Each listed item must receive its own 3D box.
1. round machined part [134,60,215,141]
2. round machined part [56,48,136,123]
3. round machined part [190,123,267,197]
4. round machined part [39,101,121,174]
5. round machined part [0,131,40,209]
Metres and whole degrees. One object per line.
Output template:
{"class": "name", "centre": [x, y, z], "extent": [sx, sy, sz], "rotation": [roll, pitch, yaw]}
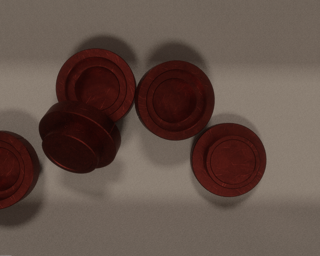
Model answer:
{"class": "round machined part", "centre": [0.016, -0.035, 0.395], "extent": [0.099, 0.042, 0.097], "rotation": [-2, 96, -14]}
{"class": "round machined part", "centre": [-0.079, -0.050, 0.402], "extent": [0.099, 0.042, 0.097], "rotation": [0, 90, -1]}
{"class": "round machined part", "centre": [0.091, 0.042, 0.404], "extent": [0.099, 0.042, 0.097], "rotation": [0, 90, -1]}
{"class": "round machined part", "centre": [-0.100, 0.018, 0.374], "extent": [0.098, 0.042, 0.097], "rotation": [9, 134, 9]}
{"class": "round machined part", "centre": [-0.205, 0.052, 0.400], "extent": [0.099, 0.042, 0.097], "rotation": [0, 90, -1]}
